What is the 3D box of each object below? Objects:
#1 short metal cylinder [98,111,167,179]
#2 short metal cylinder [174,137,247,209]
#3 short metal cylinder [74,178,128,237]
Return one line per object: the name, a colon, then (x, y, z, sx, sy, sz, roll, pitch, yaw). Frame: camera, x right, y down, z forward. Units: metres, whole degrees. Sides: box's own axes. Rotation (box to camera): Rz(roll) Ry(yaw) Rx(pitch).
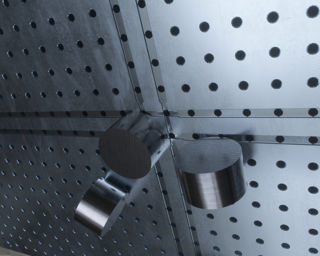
short metal cylinder: (-0.037, 0.024, 0.429, 0.080, 0.050, 0.079, 13, 124, 21)
short metal cylinder: (0.062, 0.052, 0.375, 0.080, 0.080, 0.050, -1, 118, 28)
short metal cylinder: (-0.094, 0.128, 0.505, 0.050, 0.080, 0.079, 29, 128, 10)
